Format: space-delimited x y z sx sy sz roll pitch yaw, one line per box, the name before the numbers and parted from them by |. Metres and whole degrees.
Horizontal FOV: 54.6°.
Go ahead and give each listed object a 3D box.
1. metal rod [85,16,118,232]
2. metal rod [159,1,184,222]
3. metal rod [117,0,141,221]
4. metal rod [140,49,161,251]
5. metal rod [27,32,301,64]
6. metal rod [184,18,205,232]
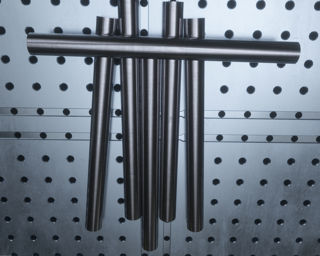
metal rod | -0.081 0.009 0.415 0.025 0.025 0.298 7 110 -3
metal rod | 0.013 -0.007 0.412 0.025 0.025 0.298 1 110 0
metal rod | -0.038 -0.010 0.410 0.025 0.025 0.298 1 110 0
metal rod | -0.013 0.043 0.429 0.025 0.025 0.298 1 111 0
metal rod | 0.005 -0.091 0.353 0.302 0.025 0.025 2 110 -1
metal rod | 0.047 0.010 0.418 0.025 0.025 0.298 -2 110 1
